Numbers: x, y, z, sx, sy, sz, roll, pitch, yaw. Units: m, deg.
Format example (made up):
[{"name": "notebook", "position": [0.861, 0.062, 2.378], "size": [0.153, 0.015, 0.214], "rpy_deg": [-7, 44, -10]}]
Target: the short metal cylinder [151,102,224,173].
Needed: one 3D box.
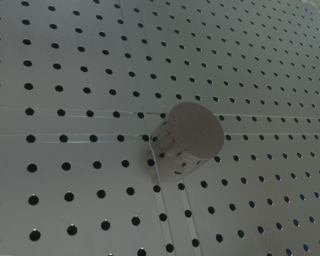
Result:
[{"name": "short metal cylinder", "position": [0.036, 0.013, 0.405], "size": [0.081, 0.050, 0.080], "rpy_deg": [14, 56, -21]}]
